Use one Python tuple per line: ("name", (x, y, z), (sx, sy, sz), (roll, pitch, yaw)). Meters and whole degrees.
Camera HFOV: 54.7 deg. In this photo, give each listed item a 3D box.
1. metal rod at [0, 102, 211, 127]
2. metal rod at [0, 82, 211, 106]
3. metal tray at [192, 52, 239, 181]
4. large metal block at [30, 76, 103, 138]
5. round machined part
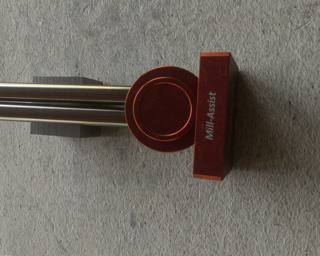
("metal rod", (-0.082, -0.015, 0.390), (0.302, 0.025, 0.025), (3, 91, 7))
("metal rod", (-0.081, -0.042, 0.389), (0.302, 0.025, 0.025), (3, 91, 7))
("metal tray", (0.066, -0.012, 0.351), (0.030, 0.090, 0.129), (4, 91, 20))
("large metal block", (-0.131, -0.029, 0.438), (0.080, 0.050, 0.079), (4, 91, 19))
("round machined part", (0.008, -0.021, 0.346), (0.098, 0.042, 0.097), (0, 92, 9))
